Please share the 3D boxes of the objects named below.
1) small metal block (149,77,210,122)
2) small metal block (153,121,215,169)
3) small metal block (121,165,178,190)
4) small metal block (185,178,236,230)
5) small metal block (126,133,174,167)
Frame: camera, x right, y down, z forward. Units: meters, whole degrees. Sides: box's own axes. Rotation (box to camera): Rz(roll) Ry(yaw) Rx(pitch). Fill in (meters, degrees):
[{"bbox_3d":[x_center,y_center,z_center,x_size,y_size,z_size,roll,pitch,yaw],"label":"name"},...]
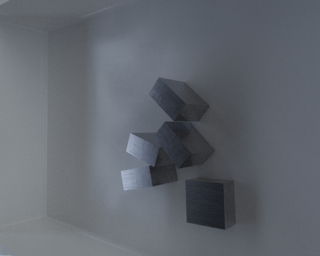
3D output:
[{"bbox_3d":[0.023,-0.033,0.371,0.050,0.050,0.025,48,119,29],"label":"small metal block"},{"bbox_3d":[0.029,0.019,0.367,0.050,0.050,0.025,51,120,28],"label":"small metal block"},{"bbox_3d":[-0.013,0.062,0.402,0.050,0.050,0.025,-16,80,39],"label":"small metal block"},{"bbox_3d":[0.058,0.086,0.359,0.050,0.025,0.050,-3,88,40],"label":"small metal block"},{"bbox_3d":[-0.006,0.026,0.395,0.050,0.050,0.025,24,105,37],"label":"small metal block"}]
